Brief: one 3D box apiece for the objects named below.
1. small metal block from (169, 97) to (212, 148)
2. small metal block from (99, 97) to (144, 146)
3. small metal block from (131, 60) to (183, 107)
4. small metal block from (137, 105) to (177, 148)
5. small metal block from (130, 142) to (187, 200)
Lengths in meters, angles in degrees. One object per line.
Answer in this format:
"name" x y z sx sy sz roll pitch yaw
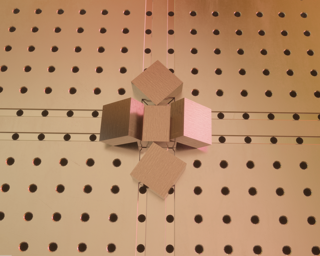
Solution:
"small metal block" 0.040 -0.005 0.399 0.050 0.025 0.050 19 65 -37
"small metal block" -0.049 -0.007 0.401 0.050 0.025 0.050 -12 67 35
"small metal block" -0.004 -0.058 0.433 0.050 0.025 0.050 -42 75 -14
"small metal block" -0.003 -0.002 0.412 0.050 0.025 0.050 1 69 0
"small metal block" -0.002 0.054 0.391 0.050 0.025 0.050 32 74 12
